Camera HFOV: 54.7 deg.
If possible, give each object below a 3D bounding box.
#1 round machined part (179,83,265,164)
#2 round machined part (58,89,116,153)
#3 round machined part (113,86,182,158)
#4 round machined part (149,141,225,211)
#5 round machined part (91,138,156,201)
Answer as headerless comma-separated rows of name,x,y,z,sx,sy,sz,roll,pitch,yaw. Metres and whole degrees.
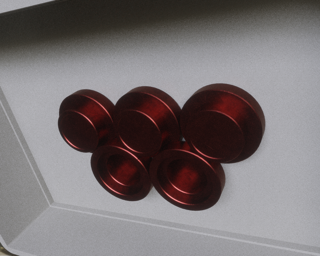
round machined part,0.068,0.001,0.359,0.098,0.042,0.097,13,123,21
round machined part,-0.107,-0.003,0.449,0.098,0.042,0.097,12,123,20
round machined part,-0.020,-0.002,0.404,0.098,0.042,0.097,13,123,21
round machined part,0.039,0.059,0.411,0.098,0.042,0.097,13,124,21
round machined part,-0.049,0.056,0.456,0.098,0.042,0.097,13,124,21
